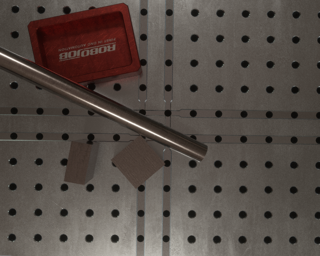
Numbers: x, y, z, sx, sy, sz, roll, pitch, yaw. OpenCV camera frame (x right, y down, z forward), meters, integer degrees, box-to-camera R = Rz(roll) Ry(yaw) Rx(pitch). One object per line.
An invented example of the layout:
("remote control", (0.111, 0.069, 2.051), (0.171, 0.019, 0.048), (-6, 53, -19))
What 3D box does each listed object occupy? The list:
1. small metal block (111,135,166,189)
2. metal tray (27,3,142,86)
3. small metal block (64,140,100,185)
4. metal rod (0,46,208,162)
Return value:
("small metal block", (-0.028, 0.044, 0.413), (0.050, 0.025, 0.050), (-41, 91, 0))
("metal tray", (-0.097, -0.104, 0.409), (0.131, 0.030, 0.089), (-12, 90, -1))
("small metal block", (-0.100, 0.042, 0.400), (0.025, 0.050, 0.050), (11, 90, 0))
("metal rod", (-0.077, -0.030, 0.389), (0.301, 0.025, 0.025), (26, 90, -10))
